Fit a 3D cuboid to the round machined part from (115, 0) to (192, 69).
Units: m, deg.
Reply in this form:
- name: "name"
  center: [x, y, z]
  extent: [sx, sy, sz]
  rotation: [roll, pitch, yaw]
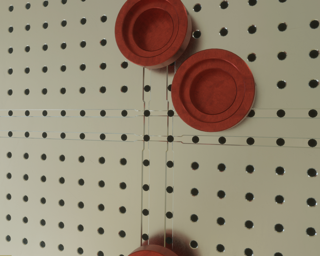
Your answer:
- name: "round machined part"
  center: [-0.006, -0.126, 0.406]
  extent: [0.098, 0.042, 0.097]
  rotation: [0, 90, 20]

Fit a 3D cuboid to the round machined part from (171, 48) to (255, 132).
- name: "round machined part"
  center: [0.067, -0.044, 0.380]
  extent: [0.098, 0.042, 0.097]
  rotation: [0, 90, 20]

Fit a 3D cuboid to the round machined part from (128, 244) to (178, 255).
- name: "round machined part"
  center: [-0.005, 0.201, 0.406]
  extent: [0.098, 0.042, 0.097]
  rotation: [0, 90, 20]
